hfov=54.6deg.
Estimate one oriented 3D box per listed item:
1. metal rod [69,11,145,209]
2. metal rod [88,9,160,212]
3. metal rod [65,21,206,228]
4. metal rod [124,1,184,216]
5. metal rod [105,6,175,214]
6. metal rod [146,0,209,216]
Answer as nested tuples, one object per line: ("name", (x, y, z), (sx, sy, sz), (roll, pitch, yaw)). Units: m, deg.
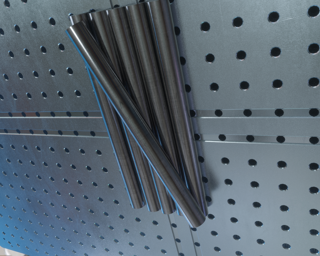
("metal rod", (-0.066, -0.008, 0.441), (0.025, 0.025, 0.298), (1, 119, 28))
("metal rod", (-0.040, -0.006, 0.428), (0.025, 0.025, 0.298), (1, 119, 28))
("metal rod", (-0.023, 0.006, 0.395), (0.025, 0.025, 0.299), (-21, 107, 36))
("metal rod", (0.005, -0.006, 0.406), (0.025, 0.025, 0.298), (1, 119, 28))
("metal rod", (-0.018, -0.006, 0.417), (0.025, 0.025, 0.298), (1, 119, 28))
("metal rod", (0.028, -0.006, 0.394), (0.025, 0.025, 0.298), (1, 119, 28))
